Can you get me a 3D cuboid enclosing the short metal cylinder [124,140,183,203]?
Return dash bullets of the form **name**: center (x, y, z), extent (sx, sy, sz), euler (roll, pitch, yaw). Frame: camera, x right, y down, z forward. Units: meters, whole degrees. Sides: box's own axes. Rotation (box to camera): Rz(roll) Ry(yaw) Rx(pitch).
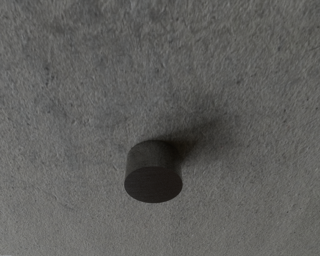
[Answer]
- **short metal cylinder**: center (-0.009, 0.063, 0.445), extent (0.081, 0.050, 0.079), euler (0, 130, 0)
